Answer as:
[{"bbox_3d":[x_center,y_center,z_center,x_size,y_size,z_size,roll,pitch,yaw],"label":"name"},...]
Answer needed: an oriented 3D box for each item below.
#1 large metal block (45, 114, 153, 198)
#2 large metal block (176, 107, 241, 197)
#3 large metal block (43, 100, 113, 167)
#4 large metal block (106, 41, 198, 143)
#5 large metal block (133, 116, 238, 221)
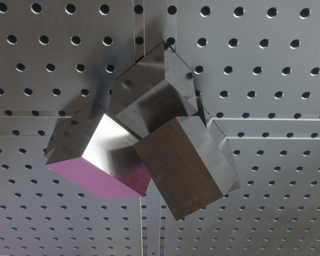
[{"bbox_3d":[-0.063,0.036,0.338,0.080,0.050,0.080,-15,134,46],"label":"large metal block"},{"bbox_3d":[0.058,0.034,0.403,0.050,0.080,0.080,-27,125,21],"label":"large metal block"},{"bbox_3d":[-0.090,0.023,0.413,0.080,0.050,0.080,-32,124,24],"label":"large metal block"},{"bbox_3d":[-0.009,-0.037,0.342,0.080,0.080,0.050,-34,123,25],"label":"large metal block"},{"bbox_3d":[0.029,0.035,0.313,0.050,0.080,0.080,-34,80,20],"label":"large metal block"}]
